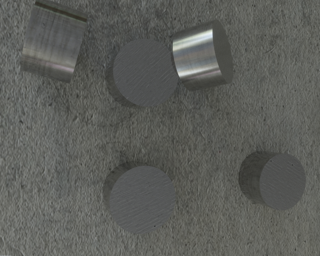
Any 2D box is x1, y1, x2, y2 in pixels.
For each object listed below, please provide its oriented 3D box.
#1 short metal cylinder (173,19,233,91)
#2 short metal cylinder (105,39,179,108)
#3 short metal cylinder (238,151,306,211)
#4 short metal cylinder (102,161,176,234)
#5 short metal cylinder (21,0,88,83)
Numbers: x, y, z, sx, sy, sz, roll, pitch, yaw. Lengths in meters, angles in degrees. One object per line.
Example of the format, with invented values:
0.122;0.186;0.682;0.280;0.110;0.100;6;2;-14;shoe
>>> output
0.057;-0.091;0.394;0.080;0.050;0.080;29;57;-57;short metal cylinder
-0.024;-0.065;0.387;0.081;0.050;0.080;0;90;-20;short metal cylinder
0.164;0.075;0.456;0.081;0.050;0.080;0;90;-20;short metal cylinder
-0.027;0.084;0.386;0.081;0.050;0.080;0;90;-20;short metal cylinder
-0.114;-0.094;0.337;0.050;0.080;0.080;14;85;-20;short metal cylinder
